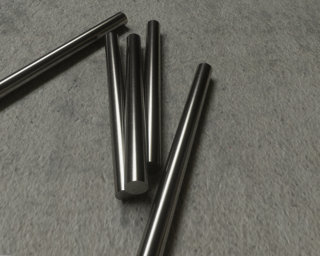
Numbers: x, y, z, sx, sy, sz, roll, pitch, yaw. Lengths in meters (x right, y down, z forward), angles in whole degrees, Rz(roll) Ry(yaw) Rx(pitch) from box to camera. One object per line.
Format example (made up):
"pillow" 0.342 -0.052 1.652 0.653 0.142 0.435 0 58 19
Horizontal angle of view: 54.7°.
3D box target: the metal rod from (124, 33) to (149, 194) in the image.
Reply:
"metal rod" -0.035 -0.045 0.423 0.025 0.025 0.300 -3 45 -3

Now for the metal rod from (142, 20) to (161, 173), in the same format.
"metal rod" -0.011 -0.068 0.460 0.025 0.025 0.300 0 50 0

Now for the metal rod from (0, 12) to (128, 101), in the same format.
"metal rod" -0.164 -0.114 0.496 0.025 0.025 0.301 32 57 24

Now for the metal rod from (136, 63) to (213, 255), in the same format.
"metal rod" 0.028 0.020 0.386 0.025 0.025 0.300 12 51 10

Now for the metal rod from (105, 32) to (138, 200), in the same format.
"metal rod" -0.060 -0.040 0.435 0.025 0.025 0.300 -7 50 -6
